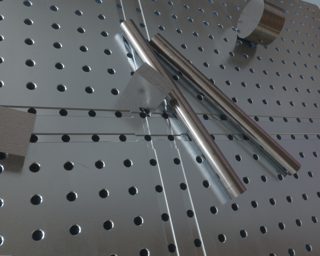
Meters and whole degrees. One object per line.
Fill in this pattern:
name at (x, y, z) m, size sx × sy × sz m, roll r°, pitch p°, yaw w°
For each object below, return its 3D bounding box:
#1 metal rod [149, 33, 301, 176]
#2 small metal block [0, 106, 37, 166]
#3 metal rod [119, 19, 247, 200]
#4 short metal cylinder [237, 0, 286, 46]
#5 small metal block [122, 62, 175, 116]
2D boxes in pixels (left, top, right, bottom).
metal rod at (0.099, -0.038, 0.484) m, size 0.300 × 0.025 × 0.025 m, roll 43°, pitch 51°, yaw 1°
small metal block at (-0.160, 0.007, 0.318) m, size 0.050 × 0.025 × 0.050 m, roll 14°, pitch 56°, yaw -20°
metal rod at (0.026, -0.035, 0.443) m, size 0.025 × 0.025 × 0.299 m, roll -23°, pitch 74°, yaw -36°
short metal cylinder at (0.195, -0.206, 0.604) m, size 0.050 × 0.080 × 0.080 m, roll 15°, pitch 56°, yaw -20°
small metal block at (-0.016, -0.051, 0.415) m, size 0.050 × 0.050 × 0.025 m, roll 40°, pitch 51°, yaw -2°
